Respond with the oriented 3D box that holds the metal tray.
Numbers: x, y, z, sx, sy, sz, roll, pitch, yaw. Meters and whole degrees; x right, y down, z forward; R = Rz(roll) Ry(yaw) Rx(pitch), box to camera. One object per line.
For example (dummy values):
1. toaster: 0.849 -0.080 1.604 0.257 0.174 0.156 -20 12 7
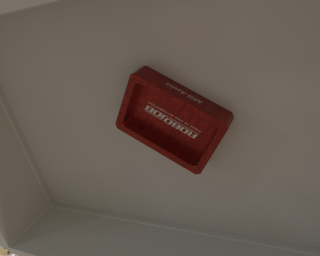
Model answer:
1. metal tray: 0.014 -0.009 0.392 0.130 0.030 0.089 30 128 9
